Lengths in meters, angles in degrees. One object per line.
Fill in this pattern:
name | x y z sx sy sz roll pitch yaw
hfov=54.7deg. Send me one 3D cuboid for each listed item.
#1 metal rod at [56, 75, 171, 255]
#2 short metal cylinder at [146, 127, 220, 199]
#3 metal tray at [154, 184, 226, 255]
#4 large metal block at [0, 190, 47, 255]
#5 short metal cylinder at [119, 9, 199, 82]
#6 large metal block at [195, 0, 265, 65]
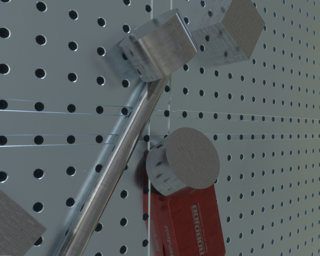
metal rod | -0.056 0.051 0.361 0.025 0.025 0.300 39 66 -33
short metal cylinder | 0.029 0.045 0.398 0.081 0.050 0.080 15 58 -26
metal tray | 0.046 0.142 0.445 0.091 0.030 0.129 -19 102 -38
large metal block | -0.160 0.088 0.259 0.080 0.050 0.080 -51 120 -28
short metal cylinder | -0.001 -0.099 0.372 0.080 0.080 0.050 -48 119 -29
large metal block | 0.112 -0.159 0.486 0.080 0.050 0.080 41 65 -32
